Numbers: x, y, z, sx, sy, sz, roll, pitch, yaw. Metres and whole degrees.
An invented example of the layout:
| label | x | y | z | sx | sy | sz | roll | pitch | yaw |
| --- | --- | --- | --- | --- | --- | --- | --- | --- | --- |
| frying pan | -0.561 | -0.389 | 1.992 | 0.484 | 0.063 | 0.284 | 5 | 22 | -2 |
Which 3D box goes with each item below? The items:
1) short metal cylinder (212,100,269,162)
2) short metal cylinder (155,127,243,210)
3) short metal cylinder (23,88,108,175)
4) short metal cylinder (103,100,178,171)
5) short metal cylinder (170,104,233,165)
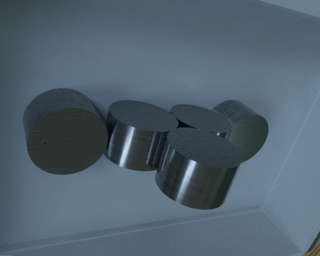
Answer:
| label | x | y | z | sx | sy | sz | roll | pitch | yaw |
| --- | --- | --- | --- | --- | --- | --- | --- | --- | --- |
| short metal cylinder | 0.109 | 0.005 | 0.453 | 0.081 | 0.050 | 0.079 | -14 | 124 | -21 |
| short metal cylinder | 0.040 | 0.040 | 0.329 | 0.081 | 0.080 | 0.050 | 2 | 118 | -29 |
| short metal cylinder | -0.103 | 0.004 | 0.336 | 0.081 | 0.050 | 0.079 | -14 | 124 | -21 |
| short metal cylinder | -0.024 | 0.007 | 0.361 | 0.081 | 0.080 | 0.050 | 2 | 118 | -29 |
| short metal cylinder | 0.046 | 0.009 | 0.401 | 0.081 | 0.080 | 0.050 | 2 | 118 | -29 |
